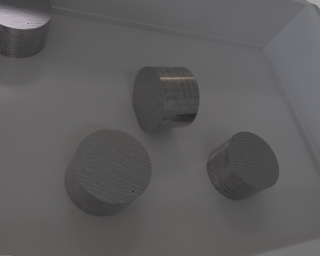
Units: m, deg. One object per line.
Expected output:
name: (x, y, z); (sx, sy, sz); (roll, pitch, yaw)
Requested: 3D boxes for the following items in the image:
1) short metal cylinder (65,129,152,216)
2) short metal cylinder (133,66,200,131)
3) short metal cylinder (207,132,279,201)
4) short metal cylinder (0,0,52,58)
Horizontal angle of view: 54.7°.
short metal cylinder: (-0.056, 0.048, 0.330); (0.081, 0.050, 0.080); (14, 56, -21)
short metal cylinder: (0.006, -0.038, 0.397); (0.050, 0.080, 0.080); (-6, 65, -31)
short metal cylinder: (0.111, 0.051, 0.418); (0.081, 0.050, 0.080); (14, 56, -21)
short metal cylinder: (-0.176, -0.132, 0.375); (0.081, 0.050, 0.080); (14, 56, -21)
